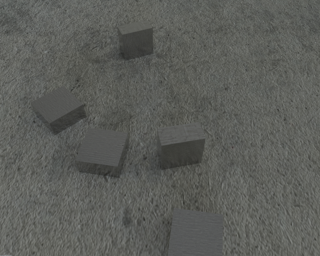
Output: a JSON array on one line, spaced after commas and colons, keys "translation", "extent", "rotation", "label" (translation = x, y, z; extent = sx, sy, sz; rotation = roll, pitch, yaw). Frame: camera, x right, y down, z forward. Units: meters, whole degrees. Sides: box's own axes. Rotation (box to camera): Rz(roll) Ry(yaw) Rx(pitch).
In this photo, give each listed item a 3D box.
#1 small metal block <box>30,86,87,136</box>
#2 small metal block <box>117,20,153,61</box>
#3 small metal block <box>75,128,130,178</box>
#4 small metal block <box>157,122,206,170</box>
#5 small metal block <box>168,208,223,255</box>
[{"translation": [-0.138, -0.025, 0.423], "extent": [0.050, 0.025, 0.050], "rotation": [-35, 58, -26], "label": "small metal block"}, {"translation": [-0.039, -0.143, 0.507], "extent": [0.050, 0.050, 0.025], "rotation": [-18, 53, -15], "label": "small metal block"}, {"translation": [-0.068, 0.030, 0.378], "extent": [0.050, 0.025, 0.050], "rotation": [8, 50, 6], "label": "small metal block"}, {"translation": [0.024, 0.022, 0.368], "extent": [0.050, 0.050, 0.025], "rotation": [-9, 51, -8], "label": "small metal block"}, {"translation": [0.035, 0.112, 0.309], "extent": [0.050, 0.025, 0.050], "rotation": [7, 50, 5], "label": "small metal block"}]
